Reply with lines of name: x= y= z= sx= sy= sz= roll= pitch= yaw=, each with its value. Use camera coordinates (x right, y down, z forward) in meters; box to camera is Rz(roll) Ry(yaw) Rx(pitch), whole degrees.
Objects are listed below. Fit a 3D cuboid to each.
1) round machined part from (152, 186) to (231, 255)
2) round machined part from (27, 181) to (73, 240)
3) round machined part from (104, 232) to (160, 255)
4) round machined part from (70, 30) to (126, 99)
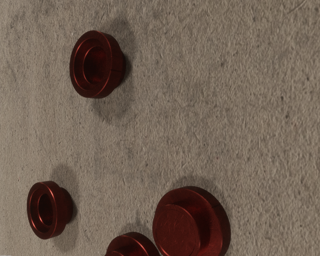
round machined part: x=0.030 y=0.121 z=0.368 sx=0.098 sy=0.042 sz=0.097 roll=0 pitch=90 yaw=39
round machined part: x=-0.191 y=0.142 z=0.548 sx=0.098 sy=0.042 sz=0.097 roll=0 pitch=90 yaw=39
round machined part: x=-0.044 y=0.199 z=0.428 sx=0.098 sy=0.042 sz=0.097 roll=0 pitch=90 yaw=39
round machined part: x=-0.089 y=-0.093 z=0.465 sx=0.098 sy=0.042 sz=0.097 roll=0 pitch=90 yaw=39
